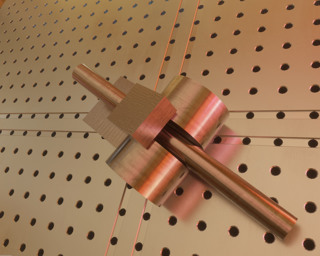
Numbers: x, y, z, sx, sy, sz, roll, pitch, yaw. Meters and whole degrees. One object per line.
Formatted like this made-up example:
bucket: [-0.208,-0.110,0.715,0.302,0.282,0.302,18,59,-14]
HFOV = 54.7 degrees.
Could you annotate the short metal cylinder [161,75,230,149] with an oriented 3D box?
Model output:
short metal cylinder: [0.033,-0.016,0.362,0.080,0.080,0.050,31,79,38]

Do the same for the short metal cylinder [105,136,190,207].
short metal cylinder: [-0.014,0.044,0.349,0.080,0.080,0.050,34,81,38]

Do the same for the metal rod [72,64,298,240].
metal rod: [0.008,0.011,0.342,0.300,0.025,0.025,37,82,23]

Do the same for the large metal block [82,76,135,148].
large metal block: [-0.042,-0.012,0.414,0.080,0.050,0.080,33,80,38]

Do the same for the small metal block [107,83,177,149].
small metal block: [-0.020,-0.014,0.321,0.050,0.025,0.050,-51,43,-8]
